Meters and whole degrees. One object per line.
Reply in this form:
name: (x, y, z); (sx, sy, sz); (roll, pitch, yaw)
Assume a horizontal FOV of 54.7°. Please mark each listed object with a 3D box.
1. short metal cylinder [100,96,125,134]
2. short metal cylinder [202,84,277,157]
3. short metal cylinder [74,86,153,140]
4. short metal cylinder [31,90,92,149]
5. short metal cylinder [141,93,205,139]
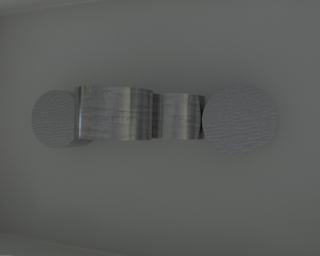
short metal cylinder: (-0.062, -0.016, 0.401); (0.080, 0.080, 0.050); (2, 91, 20)
short metal cylinder: (0.094, -0.008, 0.362); (0.080, 0.050, 0.080); (0, 90, 20)
short metal cylinder: (-0.048, -0.014, 0.323); (0.080, 0.080, 0.050); (2, 91, 20)
short metal cylinder: (-0.133, -0.012, 0.442); (0.080, 0.050, 0.080); (0, 90, 20)
short metal cylinder: (0.014, -0.013, 0.374); (0.080, 0.080, 0.050); (2, 91, 20)
